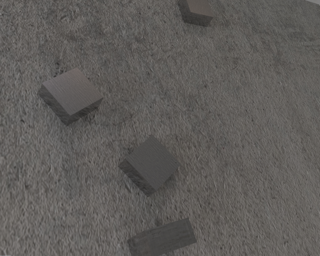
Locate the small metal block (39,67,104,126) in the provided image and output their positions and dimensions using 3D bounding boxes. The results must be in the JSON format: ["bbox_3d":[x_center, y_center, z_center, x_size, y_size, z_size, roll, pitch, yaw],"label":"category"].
[{"bbox_3d":[-0.105,-0.038,0.370,0.050,0.025,0.050,48,51,5],"label":"small metal block"}]

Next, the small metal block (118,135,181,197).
[{"bbox_3d":[-0.012,0.045,0.370,0.050,0.025,0.050,46,51,4],"label":"small metal block"}]

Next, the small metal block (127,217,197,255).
[{"bbox_3d":[0.001,0.116,0.317,0.050,0.050,0.025,-6,65,-31],"label":"small metal block"}]

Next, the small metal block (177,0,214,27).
[{"bbox_3d":[0.065,-0.218,0.572,0.050,0.025,0.050,1,61,-28],"label":"small metal block"}]
